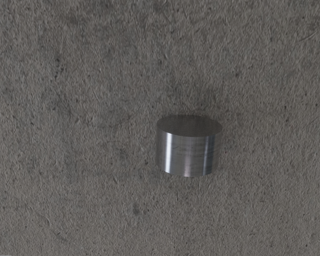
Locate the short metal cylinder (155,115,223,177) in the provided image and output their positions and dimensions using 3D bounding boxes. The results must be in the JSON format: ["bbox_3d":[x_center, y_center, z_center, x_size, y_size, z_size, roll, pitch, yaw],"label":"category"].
[{"bbox_3d":[0.035,0.019,0.388,0.080,0.080,0.050,2,110,-1],"label":"short metal cylinder"}]
